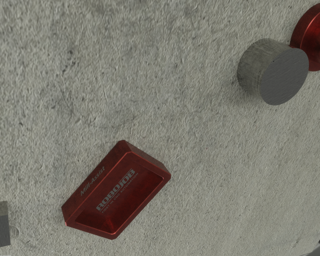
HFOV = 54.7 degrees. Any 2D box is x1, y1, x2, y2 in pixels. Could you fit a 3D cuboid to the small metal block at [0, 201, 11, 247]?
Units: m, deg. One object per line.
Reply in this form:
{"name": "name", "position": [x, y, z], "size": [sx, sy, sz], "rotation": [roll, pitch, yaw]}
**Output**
{"name": "small metal block", "position": [-0.207, 0.118, 0.367], "size": [0.050, 0.025, 0.050], "rotation": [-5, 121, -26]}

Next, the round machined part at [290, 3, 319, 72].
{"name": "round machined part", "position": [0.242, -0.128, 0.449], "size": [0.099, 0.042, 0.097], "rotation": [-14, 124, -21]}

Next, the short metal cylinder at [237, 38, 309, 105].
{"name": "short metal cylinder", "position": [0.155, -0.078, 0.427], "size": [0.081, 0.050, 0.079], "rotation": [-14, 124, -21]}

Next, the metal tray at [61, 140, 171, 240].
{"name": "metal tray", "position": [-0.058, 0.089, 0.426], "size": [0.130, 0.030, 0.090], "rotation": [-49, 129, 6]}
